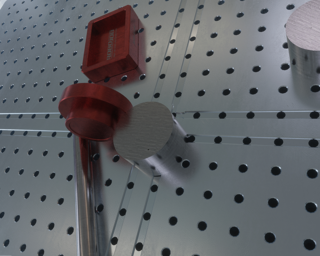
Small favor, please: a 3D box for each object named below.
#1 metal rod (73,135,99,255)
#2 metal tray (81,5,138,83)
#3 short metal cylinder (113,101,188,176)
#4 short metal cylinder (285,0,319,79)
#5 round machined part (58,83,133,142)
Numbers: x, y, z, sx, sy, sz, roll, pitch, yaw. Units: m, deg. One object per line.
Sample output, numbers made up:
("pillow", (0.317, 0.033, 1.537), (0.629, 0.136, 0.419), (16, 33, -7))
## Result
("metal rod", (-0.103, 0.069, 0.419), (0.025, 0.025, 0.299), (-24, 53, 14))
("metal tray", (-0.085, -0.148, 0.540), (0.090, 0.030, 0.130), (-15, 56, 19))
("short metal cylinder", (-0.011, 0.014, 0.390), (0.080, 0.050, 0.080), (-13, 56, 21))
("short metal cylinder", (0.190, -0.104, 0.356), (0.080, 0.050, 0.080), (-13, 56, 21))
("round machined part", (-0.088, -0.015, 0.416), (0.098, 0.098, 0.042), (-5, 59, 25))
